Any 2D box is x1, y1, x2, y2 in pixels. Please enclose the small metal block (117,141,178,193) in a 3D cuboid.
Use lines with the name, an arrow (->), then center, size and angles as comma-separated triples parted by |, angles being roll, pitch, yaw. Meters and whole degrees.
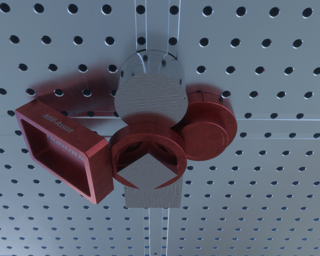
small metal block -> -0.015, 0.046, 0.369 | 0.050, 0.025, 0.050 | -34, 123, 25

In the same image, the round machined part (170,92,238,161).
round machined part -> 0.052, 0.005, 0.404 | 0.099, 0.042, 0.097 | 0, 130, 0

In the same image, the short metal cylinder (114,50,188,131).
short metal cylinder -> -0.010, -0.042, 0.359 | 0.081, 0.050, 0.079 | 0, 130, 0

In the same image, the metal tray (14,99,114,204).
metal tray -> -0.118, 0.028, 0.384 | 0.130, 0.030, 0.089 | 26, 136, 26

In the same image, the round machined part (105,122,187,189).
round machined part -> -0.017, 0.030, 0.388 | 0.099, 0.042, 0.097 | 0, 130, 0

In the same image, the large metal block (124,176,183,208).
large metal block -> -0.010, 0.072, 0.453 | 0.081, 0.050, 0.079 | 0, 130, -1
